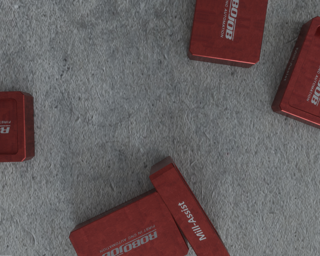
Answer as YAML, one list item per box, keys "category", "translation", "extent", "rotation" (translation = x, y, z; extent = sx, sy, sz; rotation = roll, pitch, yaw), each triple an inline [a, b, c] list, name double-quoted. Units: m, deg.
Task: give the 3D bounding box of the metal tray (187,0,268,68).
- category: "metal tray"
  translation: [0.090, -0.151, 0.408]
  extent: [0.091, 0.030, 0.129]
  rotation: [8, 90, 0]

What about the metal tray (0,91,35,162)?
- category: "metal tray"
  translation: [-0.236, -0.001, 0.405]
  extent: [0.131, 0.030, 0.089]
  rotation: [-2, 90, 0]

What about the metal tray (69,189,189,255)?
- category: "metal tray"
  translation: [-0.039, 0.147, 0.407]
  extent: [0.131, 0.030, 0.090]
  rotation: [-26, 90, 0]

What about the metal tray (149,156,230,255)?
- category: "metal tray"
  translation: [0.034, 0.100, 0.377]
  extent: [0.030, 0.090, 0.130]
  rotation: [-32, 90, 0]

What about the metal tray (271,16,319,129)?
- category: "metal tray"
  translation: [0.215, -0.068, 0.408]
  extent: [0.090, 0.030, 0.129]
  rotation: [21, 90, 0]
